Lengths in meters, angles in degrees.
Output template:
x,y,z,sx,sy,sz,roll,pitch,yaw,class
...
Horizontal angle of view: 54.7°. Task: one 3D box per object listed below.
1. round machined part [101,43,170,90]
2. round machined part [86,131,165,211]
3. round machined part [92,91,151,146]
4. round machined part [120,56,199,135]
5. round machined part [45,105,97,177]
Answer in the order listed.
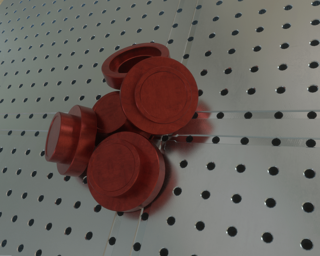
x,y,z,sx,sy,sz,roll,pitch,yaw,class
-0.031,-0.082,0.447,0.098,0.042,0.098,-10,38,8,round machined part
-0.047,0.050,0.374,0.098,0.042,0.098,-6,71,20,round machined part
-0.059,-0.013,0.433,0.098,0.042,0.098,-13,56,20,round machined part
0.001,-0.040,0.382,0.098,0.098,0.042,-47,10,-5,round machined part
-0.125,0.015,0.421,0.098,0.042,0.098,-29,54,50,round machined part
